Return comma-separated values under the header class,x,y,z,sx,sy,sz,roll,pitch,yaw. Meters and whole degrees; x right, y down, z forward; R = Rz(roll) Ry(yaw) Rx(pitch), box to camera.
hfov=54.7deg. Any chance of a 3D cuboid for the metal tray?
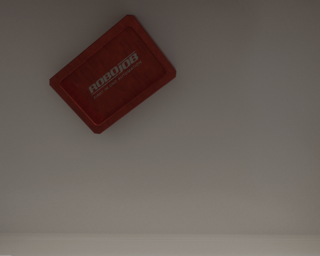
class,x,y,z,sx,sy,sz,roll,pitch,yaw
metal tray,-0.057,-0.064,0.384,0.130,0.030,0.090,-36,107,12
